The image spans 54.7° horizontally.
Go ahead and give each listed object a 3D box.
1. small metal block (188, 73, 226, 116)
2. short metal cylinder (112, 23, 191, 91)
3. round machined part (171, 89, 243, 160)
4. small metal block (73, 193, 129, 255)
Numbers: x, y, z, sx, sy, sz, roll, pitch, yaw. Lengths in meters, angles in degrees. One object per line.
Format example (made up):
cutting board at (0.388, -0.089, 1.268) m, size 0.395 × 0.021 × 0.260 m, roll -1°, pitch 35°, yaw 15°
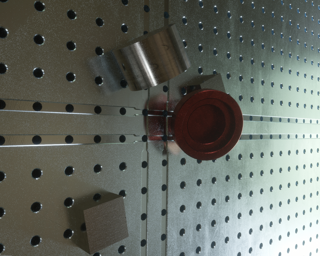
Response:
small metal block at (0.075, -0.051, 0.474) m, size 0.050 × 0.025 × 0.050 m, roll -32°, pitch 110°, yaw -36°
short metal cylinder at (-0.009, -0.084, 0.367) m, size 0.080 × 0.080 × 0.050 m, roll -38°, pitch 114°, yaw -34°
round machined part at (0.062, -0.007, 0.435) m, size 0.099 × 0.042 × 0.097 m, roll -3°, pitch 103°, yaw -12°
small metal block at (-0.067, 0.107, 0.355) m, size 0.050 × 0.025 × 0.050 m, roll -12°, pitch 98°, yaw -40°
